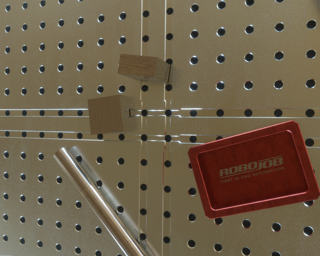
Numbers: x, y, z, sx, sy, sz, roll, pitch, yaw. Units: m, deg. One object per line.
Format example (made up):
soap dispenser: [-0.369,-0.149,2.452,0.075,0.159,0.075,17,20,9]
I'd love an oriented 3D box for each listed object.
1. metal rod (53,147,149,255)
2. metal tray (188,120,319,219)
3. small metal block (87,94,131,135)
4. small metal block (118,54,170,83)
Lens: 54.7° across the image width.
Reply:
metal rod: [-0.054,0.147,0.430,0.025,0.025,0.300,-44,77,14]
metal tray: [0.108,0.050,0.371,0.130,0.030,0.090,-17,85,18]
small metal block: [-0.071,-0.018,0.437,0.050,0.025,0.050,-7,88,19]
small metal block: [-0.020,-0.077,0.405,0.050,0.050,0.025,10,93,19]
